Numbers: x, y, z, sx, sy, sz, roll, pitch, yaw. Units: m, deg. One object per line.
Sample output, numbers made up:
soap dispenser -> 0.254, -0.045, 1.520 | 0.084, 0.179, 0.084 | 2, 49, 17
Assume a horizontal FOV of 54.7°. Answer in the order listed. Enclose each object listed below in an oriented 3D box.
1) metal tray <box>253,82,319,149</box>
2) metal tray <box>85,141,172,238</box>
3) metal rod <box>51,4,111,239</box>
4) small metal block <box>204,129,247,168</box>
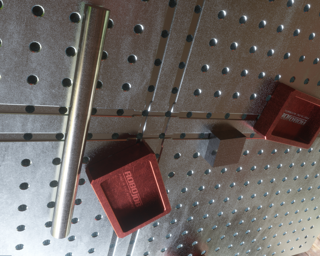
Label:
metal tray -> 0.230, -0.017, 0.526 | 0.131, 0.030, 0.089 | 12, 112, -34
metal tray -> -0.040, 0.091, 0.443 | 0.091, 0.030, 0.129 | -25, 128, -13
metal rod -> -0.099, 0.012, 0.365 | 0.025, 0.025, 0.298 | 2, 118, -30
small metal block -> 0.103, 0.032, 0.490 | 0.050, 0.025, 0.050 | -5, 121, -26
